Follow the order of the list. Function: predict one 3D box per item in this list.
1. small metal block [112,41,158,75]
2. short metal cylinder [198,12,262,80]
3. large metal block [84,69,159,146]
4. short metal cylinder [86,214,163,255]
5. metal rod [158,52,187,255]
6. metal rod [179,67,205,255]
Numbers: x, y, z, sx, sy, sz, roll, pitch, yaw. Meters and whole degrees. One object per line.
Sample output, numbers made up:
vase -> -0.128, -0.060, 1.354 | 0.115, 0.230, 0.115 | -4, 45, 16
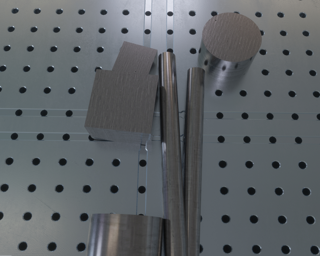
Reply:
small metal block -> -0.035, -0.091, 0.445 | 0.050, 0.025, 0.050 | 16, 71, 5
short metal cylinder -> 0.097, -0.115, 0.441 | 0.081, 0.050, 0.080 | 0, 70, 0
large metal block -> -0.046, -0.026, 0.408 | 0.080, 0.050, 0.080 | 6, 70, 2
short metal cylinder -> -0.038, 0.123, 0.337 | 0.081, 0.080, 0.050 | 3, 70, 1
metal rod -> 0.014, 0.033, 0.387 | 0.025, 0.025, 0.299 | -1, 65, -1
metal rod -> 0.040, 0.060, 0.390 | 0.025, 0.025, 0.299 | 4, 70, 1
